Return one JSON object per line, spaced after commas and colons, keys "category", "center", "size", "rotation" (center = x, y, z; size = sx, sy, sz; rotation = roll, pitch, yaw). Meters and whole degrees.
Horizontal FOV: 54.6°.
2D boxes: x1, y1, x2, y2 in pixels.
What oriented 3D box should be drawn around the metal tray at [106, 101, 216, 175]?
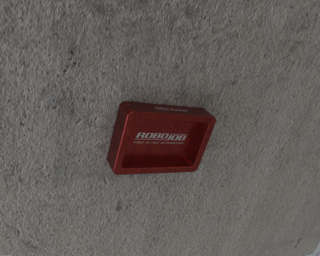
{"category": "metal tray", "center": [0.003, 0.016, 0.413], "size": [0.131, 0.030, 0.089], "rotation": [3, 117, -30]}
